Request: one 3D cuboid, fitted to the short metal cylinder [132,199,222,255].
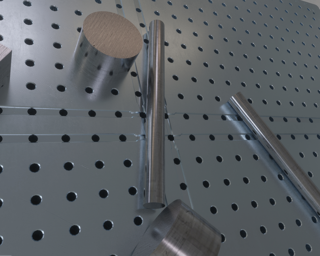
[{"bbox_3d":[0.015,0.119,0.308,0.050,0.080,0.080,39,51,-2],"label":"short metal cylinder"}]

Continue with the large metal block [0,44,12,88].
[{"bbox_3d":[-0.213,-0.061,0.315,0.080,0.050,0.080,30,52,-9],"label":"large metal block"}]

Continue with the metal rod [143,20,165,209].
[{"bbox_3d":[-0.006,-0.040,0.428,0.025,0.025,0.299,14,56,-21],"label":"metal rod"}]

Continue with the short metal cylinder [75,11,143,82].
[{"bbox_3d":[-0.070,-0.110,0.422,0.081,0.050,0.080,14,56,-21],"label":"short metal cylinder"}]

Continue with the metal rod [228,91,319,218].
[{"bbox_3d":[0.207,0.068,0.478,0.025,0.025,0.299,-28,77,-37],"label":"metal rod"}]
